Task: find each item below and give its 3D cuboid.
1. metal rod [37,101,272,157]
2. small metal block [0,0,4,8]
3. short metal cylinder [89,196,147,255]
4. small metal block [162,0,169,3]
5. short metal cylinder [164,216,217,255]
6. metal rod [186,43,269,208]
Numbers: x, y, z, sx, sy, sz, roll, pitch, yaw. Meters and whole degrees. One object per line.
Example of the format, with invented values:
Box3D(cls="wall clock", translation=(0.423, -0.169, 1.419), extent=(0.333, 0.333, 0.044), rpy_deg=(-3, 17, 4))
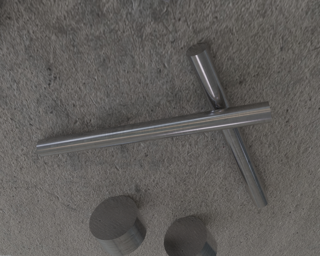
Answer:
Box3D(cls="metal rod", translation=(-0.019, 0.004, 0.390), extent=(0.301, 0.025, 0.025), rpy_deg=(-9, 130, 15))
Box3D(cls="small metal block", translation=(-0.188, -0.123, 0.301), extent=(0.050, 0.025, 0.050), rpy_deg=(33, 123, -25))
Box3D(cls="short metal cylinder", translation=(-0.067, 0.159, 0.505), extent=(0.080, 0.080, 0.050), rpy_deg=(-12, 129, 9))
Box3D(cls="small metal block", translation=(-0.007, -0.150, 0.279), extent=(0.050, 0.025, 0.050), rpy_deg=(16, 128, -13))
Box3D(cls="short metal cylinder", translation=(0.054, 0.205, 0.546), extent=(0.080, 0.080, 0.050), rpy_deg=(-21, 127, 17))
Box3D(cls="metal rod", translation=(0.103, 0.018, 0.423), extent=(0.025, 0.025, 0.299), rpy_deg=(-20, 128, 16))
